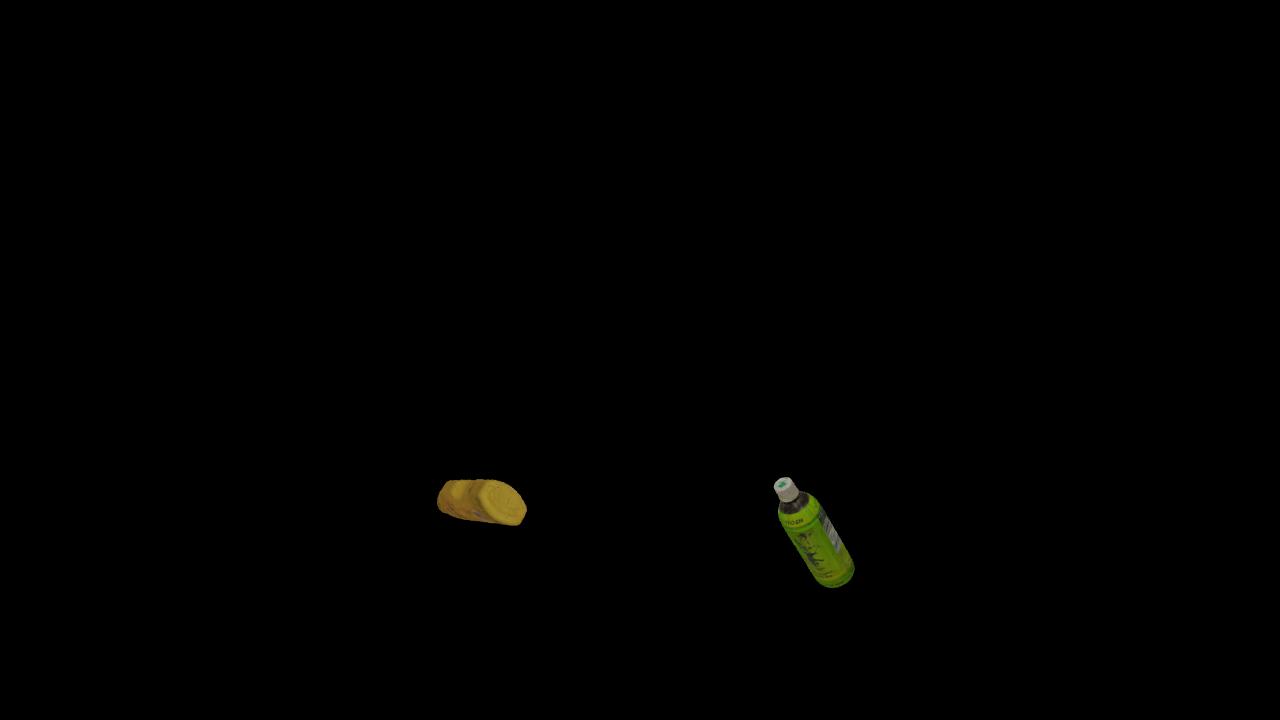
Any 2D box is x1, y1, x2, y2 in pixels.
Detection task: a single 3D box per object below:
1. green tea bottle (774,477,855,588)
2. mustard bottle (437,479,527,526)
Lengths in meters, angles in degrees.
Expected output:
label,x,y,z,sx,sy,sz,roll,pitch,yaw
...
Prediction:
label,x,y,z,sx,sy,sz,roll,pitch,yaw
green tea bottle,0.271,0.270,0.979,0.073,0.212,0.073,-27,22,12
mustard bottle,-0.264,0.221,0.960,0.184,0.054,0.092,-10,-40,43
